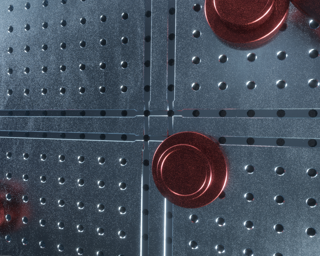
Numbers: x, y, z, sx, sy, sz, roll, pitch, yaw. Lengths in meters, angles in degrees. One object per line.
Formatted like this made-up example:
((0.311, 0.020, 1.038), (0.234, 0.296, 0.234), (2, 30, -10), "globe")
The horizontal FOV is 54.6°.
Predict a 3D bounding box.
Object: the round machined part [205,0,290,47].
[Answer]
((0.102, -0.150, 0.368), (0.098, 0.042, 0.097), (0, 90, 20), "round machined part")

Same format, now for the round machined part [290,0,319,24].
((0.170, -0.139, 0.314), (0.098, 0.098, 0.042), (41, 103, 15), "round machined part")

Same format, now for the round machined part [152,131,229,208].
((0.035, 0.053, 0.392), (0.098, 0.042, 0.097), (0, 90, 20), "round machined part")

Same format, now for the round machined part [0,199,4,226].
((-0.299, 0.142, 0.510), (0.098, 0.042, 0.097), (0, 90, 20), "round machined part")
